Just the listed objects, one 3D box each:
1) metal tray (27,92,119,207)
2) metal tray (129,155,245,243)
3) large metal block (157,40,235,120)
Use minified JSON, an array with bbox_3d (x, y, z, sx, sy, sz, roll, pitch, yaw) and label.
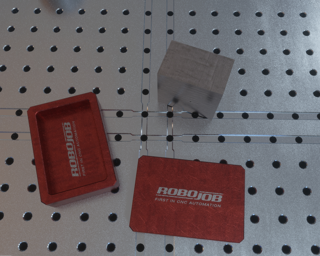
[{"bbox_3d":[-0.112,0.025,0.398,0.091,0.030,0.130,-15,71,-6],"label":"metal tray"},{"bbox_3d":[0.034,0.086,0.378,0.131,0.030,0.090,6,70,2],"label":"metal tray"},{"bbox_3d":[0.043,-0.060,0.405,0.080,0.080,0.050,19,71,7],"label":"large metal block"}]
